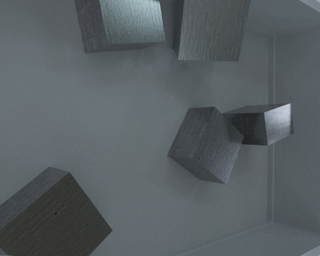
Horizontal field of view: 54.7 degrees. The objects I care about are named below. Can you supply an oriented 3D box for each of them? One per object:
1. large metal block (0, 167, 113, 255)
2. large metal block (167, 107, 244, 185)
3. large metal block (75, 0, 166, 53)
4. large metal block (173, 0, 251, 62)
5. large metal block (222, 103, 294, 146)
[{"bbox_3d":[-0.108,0.096,0.301,0.080,0.050,0.080,-43,116,-32],"label":"large metal block"},{"bbox_3d":[0.069,0.025,0.450,0.080,0.050,0.080,39,66,-33],"label":"large metal block"},{"bbox_3d":[-0.046,-0.132,0.353,0.081,0.050,0.079,-16,100,-39],"label":"large metal block"},{"bbox_3d":[0.063,-0.134,0.404,0.081,0.050,0.079,0,120,-8],"label":"large metal block"},{"bbox_3d":[0.159,-0.007,0.507,0.081,0.080,0.050,-16,101,-39],"label":"large metal block"}]
